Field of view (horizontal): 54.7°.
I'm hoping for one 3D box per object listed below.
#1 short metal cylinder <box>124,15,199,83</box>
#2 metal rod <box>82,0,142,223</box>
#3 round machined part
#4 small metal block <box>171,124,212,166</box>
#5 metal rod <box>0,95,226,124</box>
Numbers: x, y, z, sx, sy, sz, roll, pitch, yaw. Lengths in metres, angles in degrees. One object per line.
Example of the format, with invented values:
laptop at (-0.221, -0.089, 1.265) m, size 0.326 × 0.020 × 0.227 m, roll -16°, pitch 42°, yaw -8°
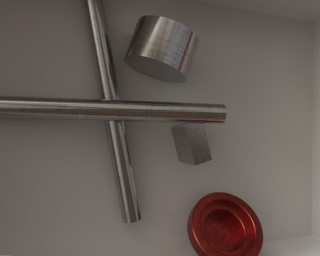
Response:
short metal cylinder at (0.002, -0.095, 0.383) m, size 0.080 × 0.080 × 0.050 m, roll 21°, pitch 83°, yaw -19°
metal rod at (-0.061, -0.029, 0.388) m, size 0.025 × 0.025 × 0.298 m, roll -11°, pitch 94°, yaw -20°
round machined part at (0.084, 0.140, 0.417) m, size 0.099 × 0.042 × 0.098 m, roll 9°, pitch 51°, yaw -10°
small metal block at (0.041, 0.020, 0.414) m, size 0.025 × 0.050 × 0.050 m, roll -16°, pitch 96°, yaw -20°
metal rod at (-0.069, -0.021, 0.360) m, size 0.302 × 0.025 × 0.025 m, roll 1°, pitch 90°, yaw -11°
